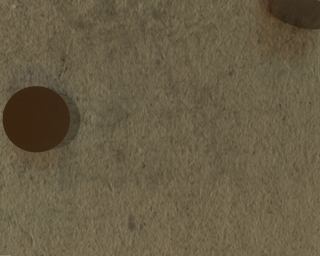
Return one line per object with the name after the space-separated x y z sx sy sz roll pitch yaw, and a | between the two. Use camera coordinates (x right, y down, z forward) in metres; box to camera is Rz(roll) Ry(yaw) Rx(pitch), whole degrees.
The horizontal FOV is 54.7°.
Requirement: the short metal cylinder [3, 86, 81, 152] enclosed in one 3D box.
-0.148 -0.011 0.396 0.081 0.050 0.079 0 90 -1 | short metal cylinder

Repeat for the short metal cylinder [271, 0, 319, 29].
0.188 -0.165 0.385 0.080 0.080 0.050 21 90 -1 | short metal cylinder
